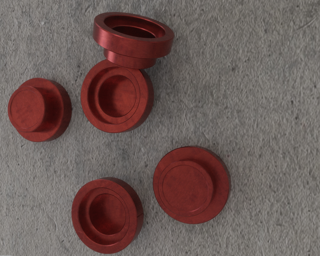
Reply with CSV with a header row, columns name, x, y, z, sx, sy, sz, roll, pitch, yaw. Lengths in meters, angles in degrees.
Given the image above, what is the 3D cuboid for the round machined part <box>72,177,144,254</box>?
name,x,y,z,sx,sy,sz,roll,pitch,yaw
round machined part,-0.067,0.116,0.424,0.098,0.042,0.097,0,90,20

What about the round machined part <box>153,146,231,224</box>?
name,x,y,z,sx,sy,sz,roll,pitch,yaw
round machined part,0.036,0.072,0.387,0.098,0.042,0.097,0,90,20

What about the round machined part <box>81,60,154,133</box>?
name,x,y,z,sx,sy,sz,roll,pitch,yaw
round machined part,-0.053,-0.042,0.418,0.098,0.042,0.097,0,91,20

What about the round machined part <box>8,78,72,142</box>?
name,x,y,z,sx,sy,sz,roll,pitch,yaw
round machined part,-0.187,-0.027,0.466,0.098,0.042,0.097,0,90,20

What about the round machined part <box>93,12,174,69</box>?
name,x,y,z,sx,sy,sz,roll,pitch,yaw
round machined part,-0.035,-0.108,0.389,0.098,0.099,0.042,27,126,18
